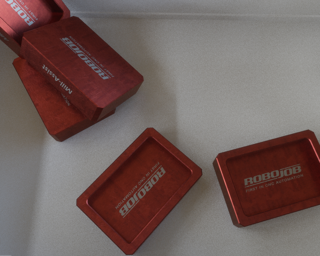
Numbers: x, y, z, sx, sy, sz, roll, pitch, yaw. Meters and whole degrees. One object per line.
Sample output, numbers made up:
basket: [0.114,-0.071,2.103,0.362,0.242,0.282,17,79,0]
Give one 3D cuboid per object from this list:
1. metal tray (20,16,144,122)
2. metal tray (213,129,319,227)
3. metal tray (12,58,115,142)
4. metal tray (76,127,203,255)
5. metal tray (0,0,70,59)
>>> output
metal tray: [-0.096,-0.079,0.393,0.130,0.030,0.090,43,46,4]
metal tray: [0.142,0.062,0.386,0.131,0.030,0.090,-14,71,-6]
metal tray: [-0.131,-0.057,0.426,0.090,0.030,0.130,-30,73,-11]
metal tray: [-0.023,0.074,0.379,0.090,0.030,0.130,41,74,13]
metal tray: [-0.178,-0.157,0.377,0.030,0.130,0.090,13,67,31]
